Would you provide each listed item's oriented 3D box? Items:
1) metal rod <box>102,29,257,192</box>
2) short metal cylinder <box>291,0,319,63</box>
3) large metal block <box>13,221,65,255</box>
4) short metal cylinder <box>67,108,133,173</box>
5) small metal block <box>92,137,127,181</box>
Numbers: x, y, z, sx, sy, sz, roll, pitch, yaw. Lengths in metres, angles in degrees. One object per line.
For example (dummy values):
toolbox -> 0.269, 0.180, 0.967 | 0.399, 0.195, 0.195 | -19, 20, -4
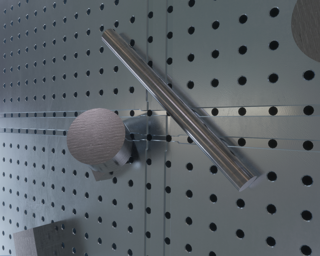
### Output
metal rod -> 0.008, -0.040, 0.402 | 0.300, 0.025, 0.025 | 49, 119, 28
short metal cylinder -> 0.160, -0.089, 0.261 | 0.080, 0.050, 0.079 | 0, 90, 40
large metal block -> -0.227, 0.227, 0.580 | 0.080, 0.050, 0.080 | -24, 75, 37
short metal cylinder -> -0.082, 0.019, 0.436 | 0.080, 0.050, 0.080 | -2, 69, 7
small metal block -> -0.085, 0.047, 0.479 | 0.050, 0.025, 0.050 | -42, 65, 32
